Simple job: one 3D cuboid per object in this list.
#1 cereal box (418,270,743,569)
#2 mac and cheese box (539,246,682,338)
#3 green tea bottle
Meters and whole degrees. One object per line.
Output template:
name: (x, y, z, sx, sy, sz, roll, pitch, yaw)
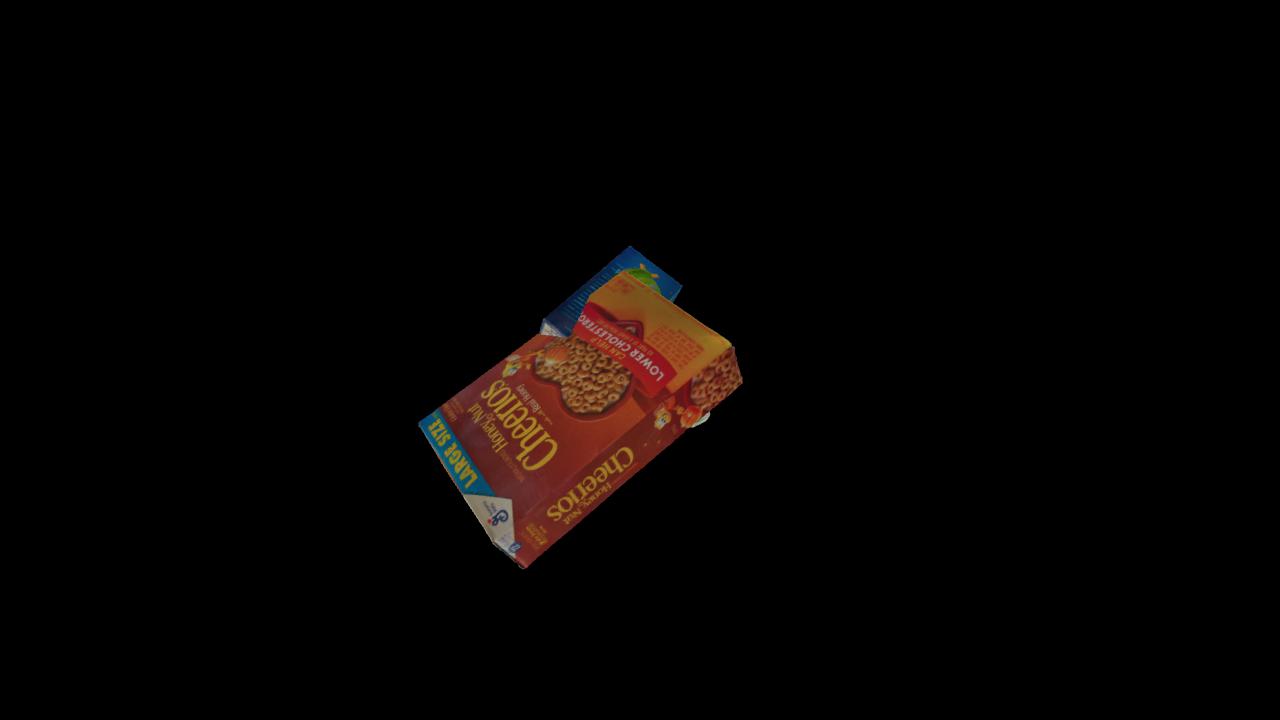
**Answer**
cereal box: (-0.068, 0.048, 0.676, 0.306, 0.081, 0.203, -38, 47, -13)
mac and cheese box: (-0.033, -0.062, 0.763, 0.184, 0.093, 0.041, -47, -9, -39)
green tea bottle: (0.023, -0.014, 0.733, 0.073, 0.212, 0.073, -20, -29, -12)
